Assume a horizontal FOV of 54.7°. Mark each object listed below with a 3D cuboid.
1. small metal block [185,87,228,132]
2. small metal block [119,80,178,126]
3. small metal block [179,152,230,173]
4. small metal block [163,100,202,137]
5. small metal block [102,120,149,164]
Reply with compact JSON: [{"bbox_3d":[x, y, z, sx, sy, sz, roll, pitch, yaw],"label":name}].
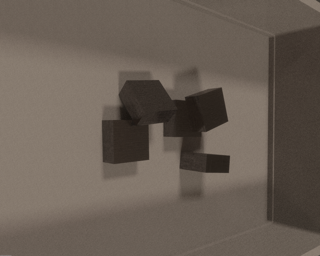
[{"bbox_3d":[0.066,-0.026,0.432,0.050,0.025,0.050,-22,104,-39],"label":"small metal block"},{"bbox_3d":[-0.015,-0.032,0.380,0.050,0.025,0.050,-8,57,-40],"label":"small metal block"},{"bbox_3d":[0.065,0.049,0.447,0.050,0.050,0.025,8,85,-40],"label":"small metal block"},{"bbox_3d":[0.032,-0.013,0.436,0.050,0.025,0.050,1,90,-40],"label":"small metal block"},{"bbox_3d":[-0.041,0.015,0.374,0.050,0.025,0.050,-2,92,-40],"label":"small metal block"}]
